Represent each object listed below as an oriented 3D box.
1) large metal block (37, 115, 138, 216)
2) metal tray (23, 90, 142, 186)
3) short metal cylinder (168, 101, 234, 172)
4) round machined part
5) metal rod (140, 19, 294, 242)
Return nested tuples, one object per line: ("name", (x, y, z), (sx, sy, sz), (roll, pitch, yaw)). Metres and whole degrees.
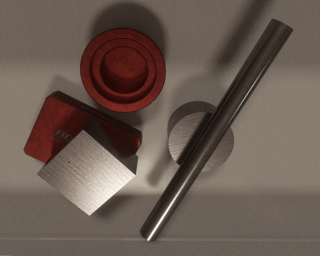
("large metal block", (-0.085, 0.046, 0.381), (0.080, 0.050, 0.080), (-42, 105, 13))
("metal tray", (-0.101, 0.019, 0.414), (0.131, 0.030, 0.089), (27, 108, -10))
("short metal cylinder", (0.051, 0.010, 0.402), (0.081, 0.050, 0.079), (0, 110, -1))
("round machined part", (-0.043, -0.071, 0.375), (0.099, 0.042, 0.097), (0, 110, -1))
("metal rod", (0.056, 0.017, 0.364), (0.025, 0.025, 0.298), (27, 108, -10))
